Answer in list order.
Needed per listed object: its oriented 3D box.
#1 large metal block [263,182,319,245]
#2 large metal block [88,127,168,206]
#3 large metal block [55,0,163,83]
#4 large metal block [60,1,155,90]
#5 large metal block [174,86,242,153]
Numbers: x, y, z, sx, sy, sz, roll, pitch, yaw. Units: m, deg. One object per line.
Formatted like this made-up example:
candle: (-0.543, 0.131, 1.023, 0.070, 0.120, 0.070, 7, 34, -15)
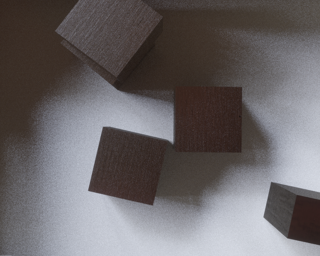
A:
large metal block: (0.187, 0.107, 0.385, 0.080, 0.080, 0.050, 12, 90, 0)
large metal block: (-0.039, 0.046, 0.398, 0.080, 0.050, 0.080, 13, 90, 0)
large metal block: (-0.053, -0.109, 0.348, 0.080, 0.050, 0.080, 37, 90, 0)
large metal block: (-0.063, -0.108, 0.398, 0.080, 0.050, 0.080, 40, 90, 0)
large metal block: (0.059, -0.010, 0.399, 0.081, 0.050, 0.080, 0, 90, 0)
